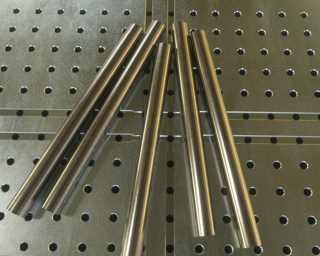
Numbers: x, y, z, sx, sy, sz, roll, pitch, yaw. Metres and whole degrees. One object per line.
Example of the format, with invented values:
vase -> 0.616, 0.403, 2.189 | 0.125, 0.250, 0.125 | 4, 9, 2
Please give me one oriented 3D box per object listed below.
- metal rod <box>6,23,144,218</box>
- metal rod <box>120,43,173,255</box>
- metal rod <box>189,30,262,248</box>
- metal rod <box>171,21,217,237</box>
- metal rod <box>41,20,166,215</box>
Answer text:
metal rod -> -0.104, -0.023, 0.419 | 0.025, 0.025, 0.300 | 26, 72, 9
metal rod -> -0.014, 0.021, 0.404 | 0.025, 0.025, 0.299 | 8, 70, 3
metal rod -> 0.081, 0.000, 0.412 | 0.025, 0.025, 0.299 | -9, 70, -3
metal rod -> 0.042, -0.013, 0.417 | 0.025, 0.025, 0.299 | -5, 70, -2
metal rod -> -0.067, -0.027, 0.421 | 0.025, 0.025, 0.300 | 25, 72, 8
